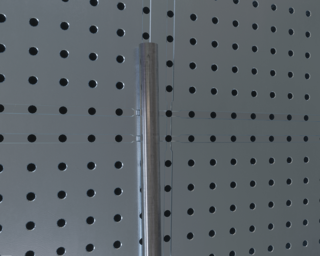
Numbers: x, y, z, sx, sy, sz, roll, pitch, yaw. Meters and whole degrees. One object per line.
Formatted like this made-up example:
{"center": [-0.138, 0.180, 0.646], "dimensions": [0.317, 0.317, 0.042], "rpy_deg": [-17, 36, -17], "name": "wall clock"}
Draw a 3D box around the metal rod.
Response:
{"center": [-0.013, 0.040, 0.407], "dimensions": [0.025, 0.025, 0.298], "rpy_deg": [-1, 90, -20], "name": "metal rod"}
